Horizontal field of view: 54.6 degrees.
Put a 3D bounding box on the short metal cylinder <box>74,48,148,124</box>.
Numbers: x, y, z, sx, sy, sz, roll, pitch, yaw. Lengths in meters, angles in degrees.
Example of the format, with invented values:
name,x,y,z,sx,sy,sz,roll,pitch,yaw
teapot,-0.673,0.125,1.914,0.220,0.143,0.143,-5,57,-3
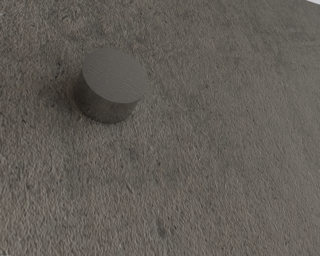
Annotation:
name,x,y,z,sx,sy,sz,roll,pitch,yaw
short metal cylinder,-0.062,-0.051,0.386,0.081,0.050,0.080,13,56,-21
